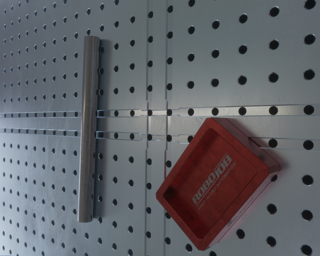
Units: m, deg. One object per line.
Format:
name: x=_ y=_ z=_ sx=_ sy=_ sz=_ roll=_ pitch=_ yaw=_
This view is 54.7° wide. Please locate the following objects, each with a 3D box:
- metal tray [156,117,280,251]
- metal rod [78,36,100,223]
metal tray: x=0.059 y=0.063 z=0.356 sx=0.090 sy=0.030 sz=0.129 roll=46 pitch=117 yaw=30
metal rod: x=-0.116 y=0.003 z=0.505 sx=0.025 sy=0.025 sz=0.298 roll=4 pitch=93 yaw=40
